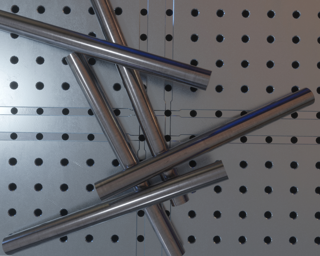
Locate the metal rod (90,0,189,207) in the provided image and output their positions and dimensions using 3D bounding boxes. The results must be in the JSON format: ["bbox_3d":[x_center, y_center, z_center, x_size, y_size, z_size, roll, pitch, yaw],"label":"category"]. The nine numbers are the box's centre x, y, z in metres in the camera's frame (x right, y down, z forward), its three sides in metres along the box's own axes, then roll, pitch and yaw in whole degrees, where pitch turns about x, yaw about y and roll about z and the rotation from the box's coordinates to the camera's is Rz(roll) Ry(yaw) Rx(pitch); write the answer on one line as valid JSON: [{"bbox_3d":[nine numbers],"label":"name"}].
[{"bbox_3d":[-0.028,-0.039,0.412,0.025,0.025,0.299,-22,90,0],"label":"metal rod"}]

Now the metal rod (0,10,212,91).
[{"bbox_3d":[-0.083,-0.102,0.391,0.301,0.025,0.025,18,90,8],"label":"metal rod"}]

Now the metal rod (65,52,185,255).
[{"bbox_3d":[-0.046,0.037,0.412,0.025,0.025,0.299,-27,90,0],"label":"metal rod"}]

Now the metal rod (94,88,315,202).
[{"bbox_3d":[0.062,0.017,0.395,0.302,0.025,0.025,-24,90,-8],"label":"metal rod"}]

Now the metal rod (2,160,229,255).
[{"bbox_3d":[-0.061,0.103,0.392,0.301,0.025,0.025,-21,90,7],"label":"metal rod"}]
